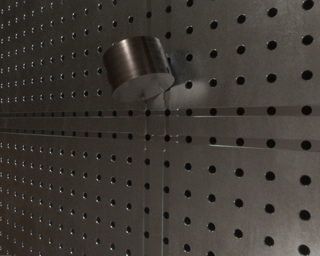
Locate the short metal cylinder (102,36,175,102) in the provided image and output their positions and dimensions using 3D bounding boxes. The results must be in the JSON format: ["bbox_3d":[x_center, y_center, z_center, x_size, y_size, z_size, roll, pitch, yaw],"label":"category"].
[{"bbox_3d":[-0.027,-0.072,0.394,0.080,0.081,0.050,-28,73,36],"label":"short metal cylinder"}]
